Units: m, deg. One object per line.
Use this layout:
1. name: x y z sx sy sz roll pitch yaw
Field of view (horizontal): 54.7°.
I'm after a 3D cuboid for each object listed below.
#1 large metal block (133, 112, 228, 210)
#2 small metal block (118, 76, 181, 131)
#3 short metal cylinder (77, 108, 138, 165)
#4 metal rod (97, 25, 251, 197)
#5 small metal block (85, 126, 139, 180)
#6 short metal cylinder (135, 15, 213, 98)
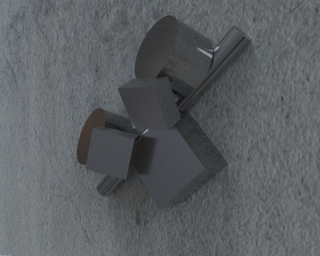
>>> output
1. large metal block: 0.018 0.037 0.371 0.080 0.050 0.080 -49 62 29
2. small metal block: -0.011 -0.026 0.332 0.050 0.025 0.050 3 123 39
3. short metal cylinder: -0.074 0.018 0.431 0.080 0.050 0.080 -32 47 43
4. metal rod: 0.002 -0.004 0.403 0.299 0.025 0.025 -48 62 28
5. small metal block: -0.057 0.029 0.370 0.050 0.025 0.050 14 101 6
6. short metal cylinder: 0.014 -0.081 0.358 0.080 0.050 0.080 -32 47 43
